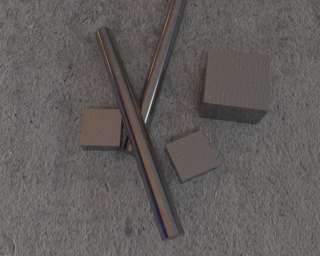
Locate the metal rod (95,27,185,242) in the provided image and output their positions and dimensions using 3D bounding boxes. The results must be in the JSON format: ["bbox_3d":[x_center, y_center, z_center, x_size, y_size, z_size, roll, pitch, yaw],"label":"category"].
[{"bbox_3d":[-0.034,-0.012,0.386,0.025,0.025,0.299,-18,63,-7],"label":"metal rod"}]

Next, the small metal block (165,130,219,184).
[{"bbox_3d":[0.040,0.037,0.395,0.050,0.025,0.050,-22,72,-8],"label":"small metal block"}]

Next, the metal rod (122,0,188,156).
[{"bbox_3d":[0.003,-0.103,0.445,0.025,0.025,0.299,14,70,5],"label":"metal rod"}]

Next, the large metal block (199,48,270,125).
[{"bbox_3d":[0.099,-0.055,0.416,0.080,0.050,0.080,7,70,2],"label":"large metal block"}]

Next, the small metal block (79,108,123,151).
[{"bbox_3d":[-0.075,0.003,0.406,0.050,0.025,0.050,2,70,0],"label":"small metal block"}]
